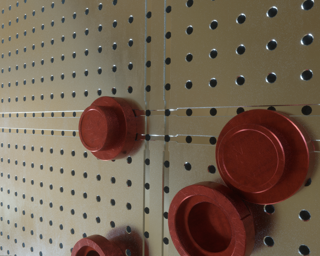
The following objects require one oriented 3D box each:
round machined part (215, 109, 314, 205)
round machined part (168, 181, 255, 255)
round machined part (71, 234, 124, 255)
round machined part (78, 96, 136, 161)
[{"bbox_3d":[0.099,0.029,0.316,0.098,0.042,0.097,0,90,39],"label":"round machined part"},{"bbox_3d":[0.060,0.108,0.345,0.098,0.042,0.097,4,96,41],"label":"round machined part"},{"bbox_3d":[-0.089,0.211,0.469,0.098,0.042,0.097,0,90,39],"label":"round machined part"},{"bbox_3d":[-0.085,0.001,0.466,0.098,0.042,0.097,0,90,39],"label":"round machined part"}]
